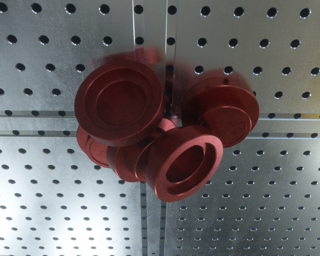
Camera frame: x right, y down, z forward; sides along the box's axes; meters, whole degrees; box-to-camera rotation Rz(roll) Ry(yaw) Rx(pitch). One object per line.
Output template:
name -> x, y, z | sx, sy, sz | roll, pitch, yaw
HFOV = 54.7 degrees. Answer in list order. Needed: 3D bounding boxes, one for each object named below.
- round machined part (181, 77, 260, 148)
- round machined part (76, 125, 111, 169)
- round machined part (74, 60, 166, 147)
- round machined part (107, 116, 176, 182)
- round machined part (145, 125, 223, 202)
round machined part -> 0.076, -0.012, 0.391 | 0.099, 0.042, 0.097 | -1, 130, 0
round machined part -> -0.062, 0.017, 0.414 | 0.099, 0.042, 0.097 | -1, 130, 0
round machined part -> -0.041, -0.024, 0.349 | 0.098, 0.098, 0.042 | -10, 155, 7
round machined part -> -0.015, 0.030, 0.394 | 0.099, 0.042, 0.097 | -25, 133, -29
round machined part -> 0.024, 0.037, 0.370 | 0.099, 0.042, 0.097 | -23, 134, -25
